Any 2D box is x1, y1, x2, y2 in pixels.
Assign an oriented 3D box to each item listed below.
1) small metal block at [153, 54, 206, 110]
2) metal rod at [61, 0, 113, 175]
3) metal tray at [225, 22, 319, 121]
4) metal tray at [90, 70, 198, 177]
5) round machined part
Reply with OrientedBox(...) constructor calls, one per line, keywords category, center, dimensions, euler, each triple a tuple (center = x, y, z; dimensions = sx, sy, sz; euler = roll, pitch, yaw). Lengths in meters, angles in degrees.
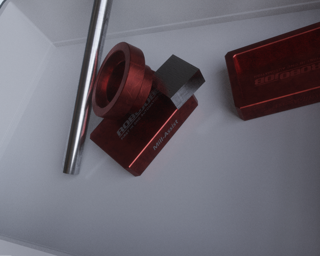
OrientedBox(category="small metal block", center=(0.020, -0.059, 0.392), dimensions=(0.050, 0.025, 0.050), euler=(-46, 51, -5))
OrientedBox(category="metal rod", center=(-0.096, -0.084, 0.429), dimensions=(0.025, 0.025, 0.298), euler=(13, 92, 33))
OrientedBox(category="metal tray", center=(0.150, -0.068, 0.365), dimensions=(0.130, 0.030, 0.090), euler=(-15, 56, 19))
OrientedBox(category="metal tray", center=(-0.023, -0.011, 0.420), dimensions=(0.090, 0.030, 0.130), euler=(33, 80, 38))
OrientedBox(category="round machined part", center=(-0.045, -0.055, 0.395), dimensions=(0.098, 0.042, 0.098), euler=(-30, 51, 46))
